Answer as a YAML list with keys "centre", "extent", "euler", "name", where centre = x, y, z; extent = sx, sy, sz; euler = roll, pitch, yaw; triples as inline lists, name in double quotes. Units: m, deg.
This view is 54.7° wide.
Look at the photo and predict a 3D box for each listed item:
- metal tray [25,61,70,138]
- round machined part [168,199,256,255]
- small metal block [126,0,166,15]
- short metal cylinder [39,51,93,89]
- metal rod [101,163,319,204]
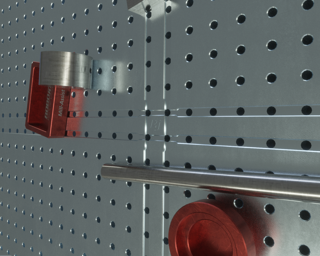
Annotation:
- centre: [-0.207, -0.053, 0.573]
  extent: [0.090, 0.030, 0.129]
  euler: [15, 100, 38]
  name: "metal tray"
- centre: [0.060, 0.128, 0.347]
  extent: [0.098, 0.042, 0.097]
  euler: [0, 90, 39]
  name: "round machined part"
- centre: [-0.021, -0.192, 0.425]
  extent: [0.050, 0.025, 0.050]
  euler: [-15, 81, 38]
  name: "small metal block"
- centre: [-0.149, -0.090, 0.494]
  extent: [0.080, 0.081, 0.050]
  euler: [7, 94, 39]
  name: "short metal cylinder"
- centre: [0.036, 0.062, 0.378]
  extent: [0.300, 0.025, 0.025]
  euler: [-2, 89, 39]
  name: "metal rod"
